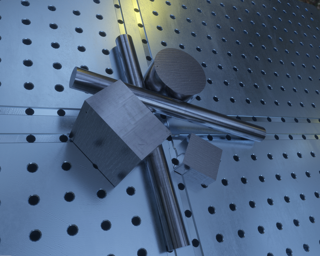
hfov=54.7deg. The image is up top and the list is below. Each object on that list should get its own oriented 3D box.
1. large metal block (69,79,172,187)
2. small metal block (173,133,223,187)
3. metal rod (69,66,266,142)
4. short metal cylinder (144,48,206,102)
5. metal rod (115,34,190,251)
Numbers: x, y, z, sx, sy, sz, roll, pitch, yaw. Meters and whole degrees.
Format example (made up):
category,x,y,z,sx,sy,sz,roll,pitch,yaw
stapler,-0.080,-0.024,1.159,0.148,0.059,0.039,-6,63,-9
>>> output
category,x,y,z,sx,sy,sz,roll,pitch,yaw
large metal block,-0.047,0.008,0.342,0.080,0.080,0.050,46,51,4
small metal block,0.051,0.042,0.413,0.050,0.025,0.050,29,52,-10
metal rod,0.031,-0.023,0.416,0.302,0.025,0.025,15,56,-29
short metal cylinder,0.018,-0.067,0.444,0.081,0.050,0.080,14,56,-21
metal rod,-0.016,0.001,0.400,0.025,0.025,0.299,-2,63,-29
